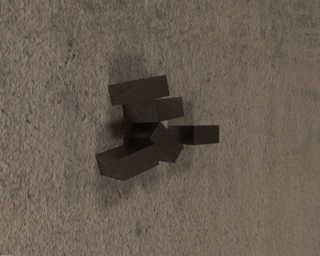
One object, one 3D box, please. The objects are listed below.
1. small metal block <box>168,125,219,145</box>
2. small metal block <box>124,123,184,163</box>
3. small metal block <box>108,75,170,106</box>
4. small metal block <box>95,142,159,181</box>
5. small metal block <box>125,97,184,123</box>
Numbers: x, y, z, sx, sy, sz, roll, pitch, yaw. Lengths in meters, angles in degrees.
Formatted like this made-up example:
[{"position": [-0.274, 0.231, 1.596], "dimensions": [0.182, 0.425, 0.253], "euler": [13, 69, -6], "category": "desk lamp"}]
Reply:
[{"position": [0.046, 0.009, 0.430], "dimensions": [0.050, 0.050, 0.025], "euler": [-1, 91, -40], "category": "small metal block"}, {"position": [-0.008, 0.017, 0.383], "dimensions": [0.050, 0.050, 0.025], "euler": [46, 62, -32], "category": "small metal block"}, {"position": [-0.025, -0.045, 0.369], "dimensions": [0.050, 0.050, 0.025], "euler": [-17, 101, -39], "category": "small metal block"}, {"position": [-0.038, 0.037, 0.358], "dimensions": [0.050, 0.050, 0.025], "euler": [-21, 104, -38], "category": "small metal block"}, {"position": [-0.007, -0.022, 0.380], "dimensions": [0.050, 0.050, 0.025], "euler": [-13, 99, -48], "category": "small metal block"}]
